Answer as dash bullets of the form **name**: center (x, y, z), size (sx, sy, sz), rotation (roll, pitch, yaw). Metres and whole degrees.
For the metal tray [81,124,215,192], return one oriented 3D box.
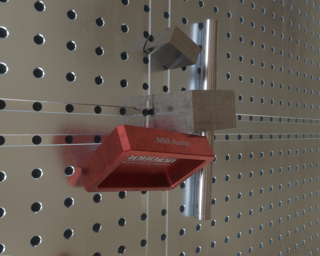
- **metal tray**: center (-0.012, 0.040, 0.358), size (0.131, 0.090, 0.030), rotation (9, 50, -40)

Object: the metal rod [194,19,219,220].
- **metal rod**: center (0.071, -0.014, 0.471), size (0.025, 0.025, 0.298), rotation (5, 87, -40)

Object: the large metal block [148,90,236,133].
- **large metal block**: center (0.043, -0.022, 0.411), size (0.081, 0.080, 0.050), rotation (-6, 94, -40)

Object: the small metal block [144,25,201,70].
- **small metal block**: center (0.017, -0.104, 0.409), size (0.050, 0.050, 0.025), rotation (31, 71, -36)
